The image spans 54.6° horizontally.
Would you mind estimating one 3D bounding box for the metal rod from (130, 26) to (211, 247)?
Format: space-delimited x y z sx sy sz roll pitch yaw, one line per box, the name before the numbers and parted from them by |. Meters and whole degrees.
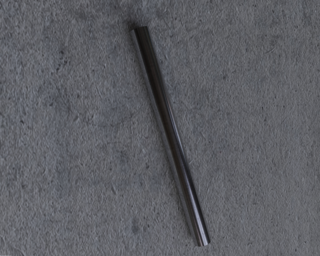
metal rod | 0.016 0.016 0.414 0.025 0.025 0.299 -19 96 -19
